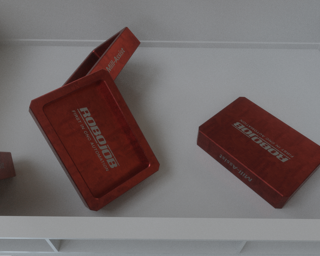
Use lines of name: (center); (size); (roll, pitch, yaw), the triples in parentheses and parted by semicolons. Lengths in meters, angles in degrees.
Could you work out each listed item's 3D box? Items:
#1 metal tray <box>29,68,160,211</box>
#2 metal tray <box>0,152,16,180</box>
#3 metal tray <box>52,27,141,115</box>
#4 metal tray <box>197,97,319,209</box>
metal tray: (-0.070, 0.012, 0.341); (0.091, 0.030, 0.130); (-31, 97, -24)
metal tray: (-0.206, 0.047, 0.299); (0.091, 0.130, 0.030); (-13, 87, -11)
metal tray: (-0.089, -0.079, 0.432); (0.090, 0.030, 0.130); (-18, 35, 42)
metal tray: (0.122, 0.024, 0.383); (0.091, 0.030, 0.130); (-35, 58, -26)
